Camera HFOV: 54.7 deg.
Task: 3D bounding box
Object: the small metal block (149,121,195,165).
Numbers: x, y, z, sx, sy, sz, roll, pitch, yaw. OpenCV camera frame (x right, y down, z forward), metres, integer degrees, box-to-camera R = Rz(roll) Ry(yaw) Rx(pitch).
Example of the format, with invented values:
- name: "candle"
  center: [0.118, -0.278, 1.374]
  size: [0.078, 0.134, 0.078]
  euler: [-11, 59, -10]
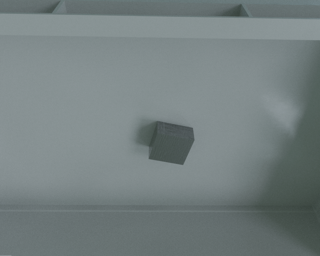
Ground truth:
- name: "small metal block"
  center: [0.015, 0.021, 0.428]
  size: [0.050, 0.025, 0.050]
  euler: [11, 129, -10]
